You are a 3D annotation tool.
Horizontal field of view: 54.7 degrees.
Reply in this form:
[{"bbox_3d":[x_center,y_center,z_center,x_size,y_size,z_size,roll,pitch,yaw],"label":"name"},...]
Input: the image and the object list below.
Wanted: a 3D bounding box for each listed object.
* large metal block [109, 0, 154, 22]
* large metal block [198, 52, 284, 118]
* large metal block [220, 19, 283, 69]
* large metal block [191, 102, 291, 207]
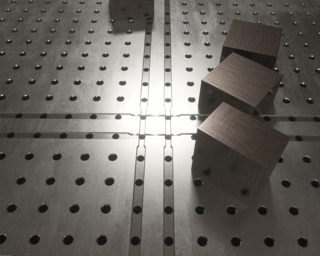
[{"bbox_3d":[-0.059,-0.256,0.606,0.081,0.050,0.080,-9,51,-8],"label":"large metal block"},{"bbox_3d":[0.112,-0.053,0.437,0.080,0.050,0.080,33,57,24],"label":"large metal block"},{"bbox_3d":[0.146,-0.126,0.499,0.080,0.050,0.080,16,52,12],"label":"large metal block"},{"bbox_3d":[0.086,0.030,0.348,0.080,0.080,0.050,32,57,24],"label":"large metal block"}]
